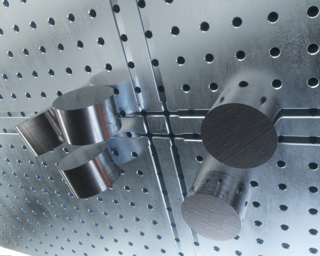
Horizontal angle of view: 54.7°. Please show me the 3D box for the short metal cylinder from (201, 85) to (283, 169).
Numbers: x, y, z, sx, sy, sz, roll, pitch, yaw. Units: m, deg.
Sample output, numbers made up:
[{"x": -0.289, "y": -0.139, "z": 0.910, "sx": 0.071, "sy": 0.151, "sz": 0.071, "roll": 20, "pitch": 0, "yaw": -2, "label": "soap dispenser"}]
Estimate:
[{"x": 0.092, "y": -0.002, "z": 0.345, "sx": 0.080, "sy": 0.050, "sz": 0.079, "roll": 13, "pitch": 124, "yaw": 21, "label": "short metal cylinder"}]

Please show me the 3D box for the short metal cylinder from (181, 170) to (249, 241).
[{"x": 0.075, "y": 0.105, "z": 0.420, "sx": 0.080, "sy": 0.050, "sz": 0.079, "roll": 13, "pitch": 124, "yaw": 21, "label": "short metal cylinder"}]

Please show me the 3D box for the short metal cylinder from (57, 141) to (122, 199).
[{"x": -0.106, "y": 0.061, "z": 0.469, "sx": 0.080, "sy": 0.080, "sz": 0.050, "roll": -10, "pitch": 113, "yaw": 32, "label": "short metal cylinder"}]

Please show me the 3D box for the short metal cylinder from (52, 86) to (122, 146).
[{"x": -0.096, "y": -0.019, "z": 0.415, "sx": 0.080, "sy": 0.080, "sz": 0.050, "roll": 5, "pitch": 121, "yaw": 26, "label": "short metal cylinder"}]

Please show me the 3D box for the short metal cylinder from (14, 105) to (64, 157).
[{"x": -0.166, "y": -0.001, "z": 0.463, "sx": 0.080, "sy": 0.080, "sz": 0.050, "roll": -18, "pitch": 109, "yaw": 35, "label": "short metal cylinder"}]
